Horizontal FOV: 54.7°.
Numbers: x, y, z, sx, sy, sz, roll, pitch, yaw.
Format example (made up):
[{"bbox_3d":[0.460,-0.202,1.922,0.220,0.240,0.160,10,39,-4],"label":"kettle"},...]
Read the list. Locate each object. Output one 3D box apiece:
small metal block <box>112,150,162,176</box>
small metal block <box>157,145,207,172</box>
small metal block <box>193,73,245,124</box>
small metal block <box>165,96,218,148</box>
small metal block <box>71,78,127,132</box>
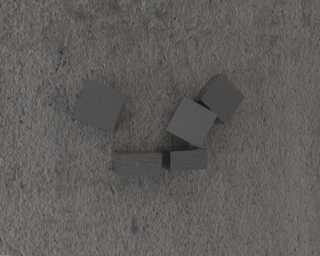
[{"bbox_3d":[-0.030,0.042,0.385,0.050,0.050,0.025,0,90,-20],"label":"small metal block"},{"bbox_3d":[0.028,0.039,0.405,0.050,0.050,0.025,-2,94,-20],"label":"small metal block"},{"bbox_3d":[0.084,-0.041,0.440,0.050,0.025,0.050,43,76,-15],"label":"small metal block"},{"bbox_3d":[0.041,-0.008,0.414,0.050,0.025,0.050,29,92,-5],"label":"small metal block"},{"bbox_3d":[-0.076,-0.027,0.381,0.050,0.025,0.050,21,83,-19],"label":"small metal block"}]
